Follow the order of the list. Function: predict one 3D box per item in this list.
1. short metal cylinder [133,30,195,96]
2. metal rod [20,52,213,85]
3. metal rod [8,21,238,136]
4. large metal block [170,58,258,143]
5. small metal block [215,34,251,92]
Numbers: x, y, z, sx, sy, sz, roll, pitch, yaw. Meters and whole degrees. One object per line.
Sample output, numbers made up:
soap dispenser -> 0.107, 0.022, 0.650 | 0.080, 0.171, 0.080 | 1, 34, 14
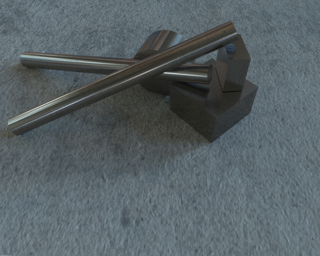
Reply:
short metal cylinder -> 0.005, -0.093, 0.449 | 0.080, 0.080, 0.050 | 16, 52, 13
metal rod -> -0.076, -0.088, 0.441 | 0.301, 0.025, 0.025 | 9, 50, 22
metal rod -> -0.051, -0.058, 0.384 | 0.301, 0.025, 0.025 | -22, 51, 8
large metal block -> 0.070, -0.039, 0.421 | 0.080, 0.050, 0.080 | -35, 58, -25
small metal block -> 0.090, -0.082, 0.390 | 0.025, 0.050, 0.050 | -4, 51, -3
